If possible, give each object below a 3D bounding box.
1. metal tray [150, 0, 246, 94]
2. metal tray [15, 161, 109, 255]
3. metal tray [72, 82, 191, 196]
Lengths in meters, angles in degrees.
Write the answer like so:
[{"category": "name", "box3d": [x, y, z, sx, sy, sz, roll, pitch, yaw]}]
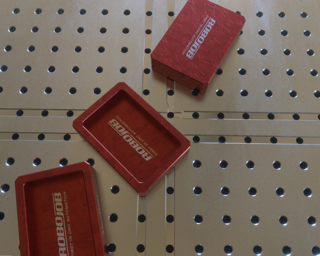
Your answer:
[{"category": "metal tray", "box3d": [0.056, -0.125, 0.455, 0.090, 0.030, 0.130, 29, 72, 10]}, {"category": "metal tray", "box3d": [-0.115, 0.113, 0.367, 0.091, 0.030, 0.130, -13, 71, -5]}, {"category": "metal tray", "box3d": [-0.037, 0.012, 0.404, 0.130, 0.030, 0.090, 43, 75, 14]}]
